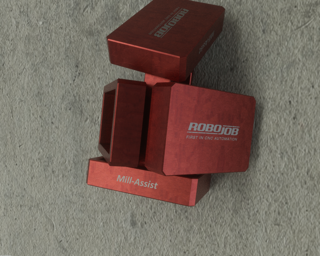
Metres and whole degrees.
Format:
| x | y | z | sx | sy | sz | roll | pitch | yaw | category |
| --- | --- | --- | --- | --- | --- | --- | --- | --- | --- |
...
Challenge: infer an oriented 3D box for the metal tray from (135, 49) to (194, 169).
| x | y | z | sx | sy | sz | roll | pitch | yaw | category |
| --- | --- | --- | --- | --- | --- | --- | --- | --- | --- |
| 0.009 | -0.021 | 0.371 | 0.030 | 0.090 | 0.129 | 8 | 93 | 19 | metal tray |

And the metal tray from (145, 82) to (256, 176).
| x | y | z | sx | sy | sz | roll | pitch | yaw | category |
| --- | --- | --- | --- | --- | --- | --- | --- | --- | --- |
| 0.049 | 0.003 | 0.339 | 0.030 | 0.131 | 0.089 | 9 | 94 | 53 | metal tray |

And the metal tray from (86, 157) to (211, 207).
| x | y | z | sx | sy | sz | roll | pitch | yaw | category |
| --- | --- | --- | --- | --- | --- | --- | --- | --- | --- |
| -0.010 | 0.058 | 0.378 | 0.130 | 0.090 | 0.030 | 8 | 93 | 19 | metal tray |

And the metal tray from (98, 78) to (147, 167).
| x | y | z | sx | sy | sz | roll | pitch | yaw | category |
| --- | --- | --- | --- | --- | --- | --- | --- | --- | --- |
| -0.050 | -0.009 | 0.375 | 0.030 | 0.130 | 0.089 | 5 | 92 | -17 | metal tray |

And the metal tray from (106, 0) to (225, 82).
| x | y | z | sx | sy | sz | roll | pitch | yaw | category |
| --- | --- | --- | --- | --- | --- | --- | --- | --- | --- |
| 0.011 | -0.109 | 0.357 | 0.090 | 0.130 | 0.030 | 19 | 137 | 18 | metal tray |
